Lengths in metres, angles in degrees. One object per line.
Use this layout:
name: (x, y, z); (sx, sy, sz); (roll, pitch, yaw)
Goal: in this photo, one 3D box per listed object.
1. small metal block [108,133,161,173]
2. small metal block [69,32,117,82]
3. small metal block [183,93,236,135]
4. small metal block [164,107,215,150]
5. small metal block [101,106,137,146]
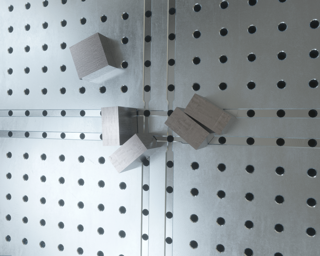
small metal block: (-0.033, 0.032, 0.411); (0.050, 0.050, 0.025); (-41, 78, 15)
small metal block: (-0.096, -0.101, 0.447); (0.050, 0.025, 0.050); (-21, 83, 18)
small metal block: (0.062, -0.016, 0.378); (0.050, 0.050, 0.025); (35, 102, 16)
small metal block: (0.039, 0.000, 0.386); (0.050, 0.050, 0.025); (40, 103, 15)
small metal block: (-0.054, -0.002, 0.418); (0.025, 0.050, 0.050); (-3, 89, 23)
